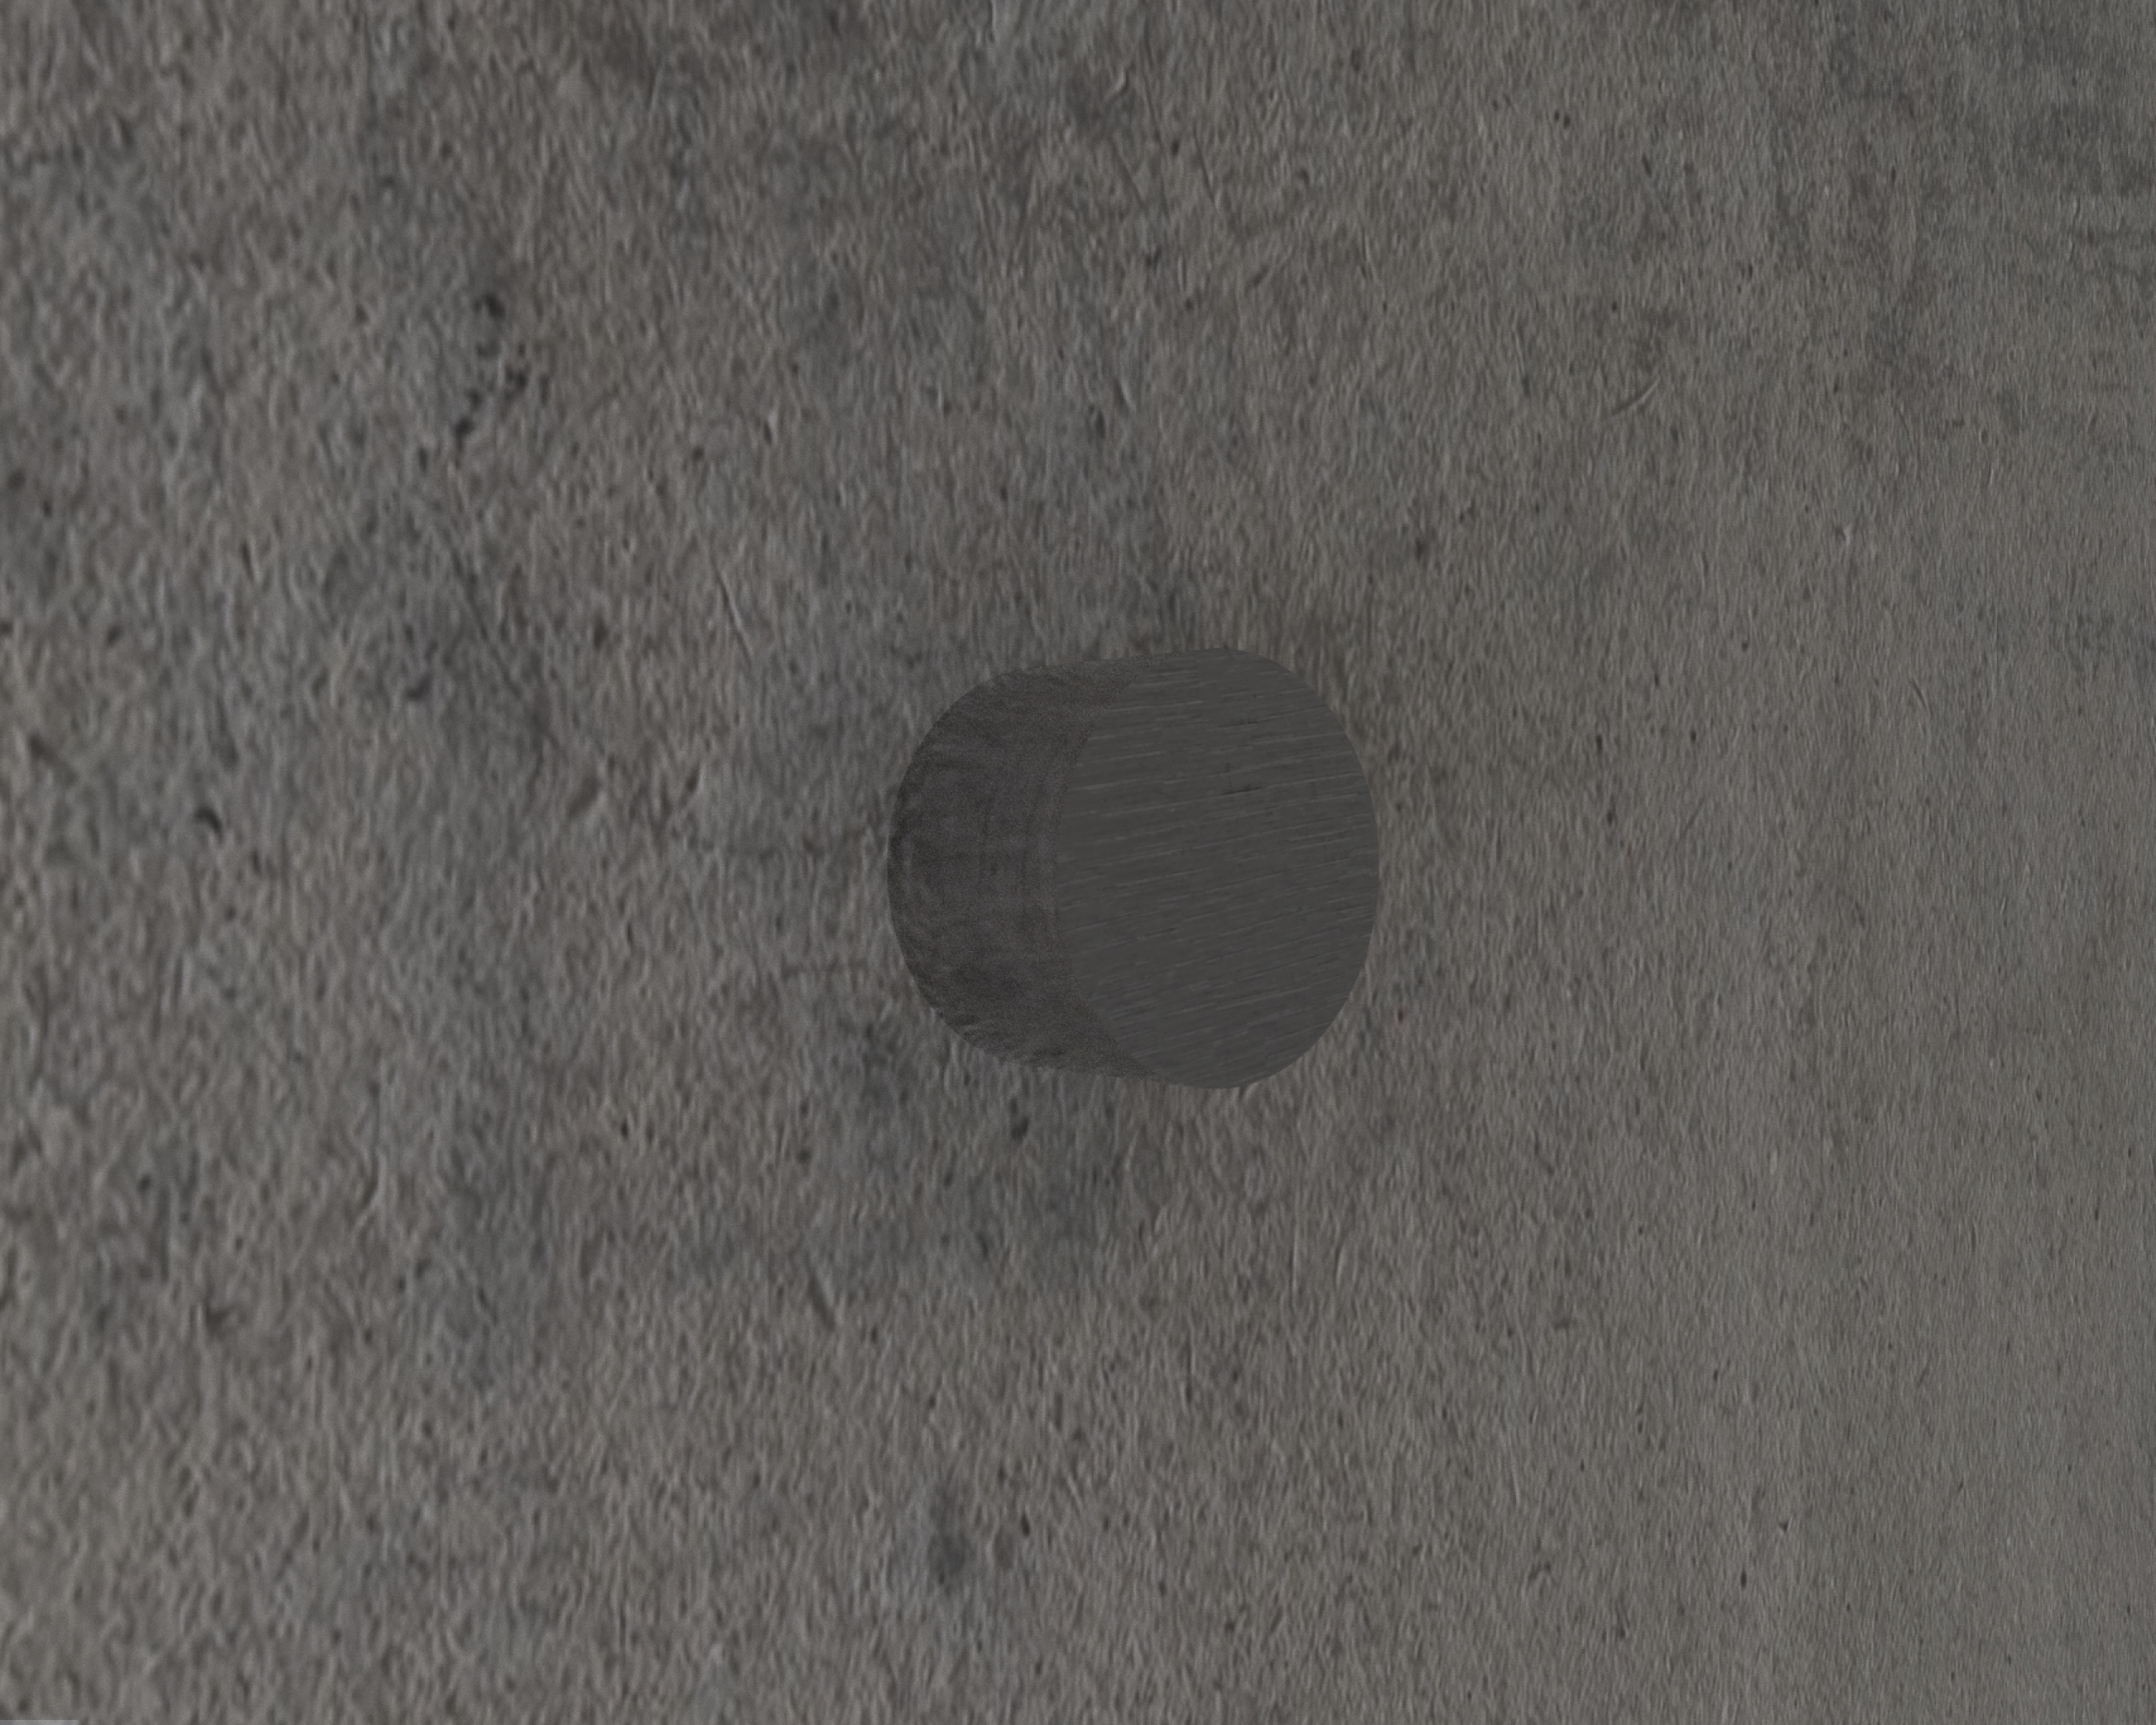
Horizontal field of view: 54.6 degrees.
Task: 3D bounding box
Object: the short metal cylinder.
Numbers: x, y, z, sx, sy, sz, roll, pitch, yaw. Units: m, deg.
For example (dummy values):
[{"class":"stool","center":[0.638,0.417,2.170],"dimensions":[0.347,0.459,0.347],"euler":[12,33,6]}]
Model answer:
[{"class":"short metal cylinder","center":[0.011,0.001,0.397],"dimensions":[0.081,0.050,0.080],"euler":[0,90,-40]}]
